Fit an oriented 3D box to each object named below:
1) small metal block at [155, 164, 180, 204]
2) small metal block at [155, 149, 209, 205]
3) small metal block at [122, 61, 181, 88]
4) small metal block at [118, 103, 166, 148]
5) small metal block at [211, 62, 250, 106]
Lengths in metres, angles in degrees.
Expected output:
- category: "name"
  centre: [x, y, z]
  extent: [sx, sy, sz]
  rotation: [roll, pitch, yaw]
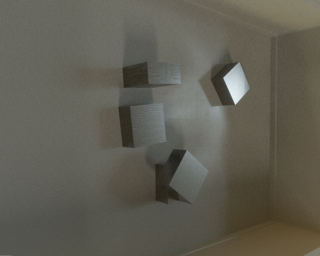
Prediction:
- category: "small metal block"
  centre: [0.021, 0.073, 0.425]
  extent: [0.050, 0.025, 0.050]
  rotation: [-1, 91, -40]
- category: "small metal block"
  centre: [0.029, 0.062, 0.399]
  extent: [0.050, 0.025, 0.050]
  rotation: [44, 64, -31]
- category: "small metal block"
  centre: [-0.010, -0.064, 0.381]
  extent: [0.050, 0.050, 0.025]
  rotation: [-7, 95, -40]
- category: "small metal block"
  centre: [-0.022, -0.004, 0.388]
  extent: [0.050, 0.025, 0.050]
  rotation: [-9, 96, -40]
- category: "small metal block"
  centre: [0.115, -0.071, 0.503]
  extent: [0.050, 0.025, 0.050]
  rotation: [-44, 117, -31]
